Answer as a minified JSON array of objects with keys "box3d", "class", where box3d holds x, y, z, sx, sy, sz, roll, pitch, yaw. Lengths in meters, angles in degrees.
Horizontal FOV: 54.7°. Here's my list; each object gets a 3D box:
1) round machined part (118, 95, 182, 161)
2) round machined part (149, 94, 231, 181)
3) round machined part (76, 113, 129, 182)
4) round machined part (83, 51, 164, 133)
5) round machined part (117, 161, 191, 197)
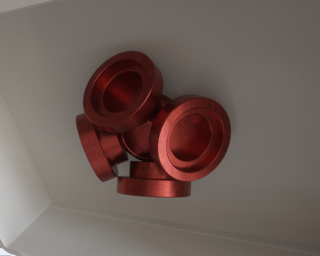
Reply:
[{"box3d":[-0.015,0.005,0.404,0.098,0.042,0.097,13,124,20],"class":"round machined part"},{"box3d":[0.031,0.009,0.361,0.042,0.099,0.097,28,139,58],"class":"round machined part"},{"box3d":[-0.074,0.021,0.422,0.042,0.098,0.097,-22,112,-4],"class":"round machined part"},{"box3d":[-0.039,-0.038,0.367,0.098,0.098,0.042,-4,154,29],"class":"round machined part"},{"box3d":[-0.007,0.066,0.415,0.098,0.098,0.042,-1,82,28],"class":"round machined part"}]
